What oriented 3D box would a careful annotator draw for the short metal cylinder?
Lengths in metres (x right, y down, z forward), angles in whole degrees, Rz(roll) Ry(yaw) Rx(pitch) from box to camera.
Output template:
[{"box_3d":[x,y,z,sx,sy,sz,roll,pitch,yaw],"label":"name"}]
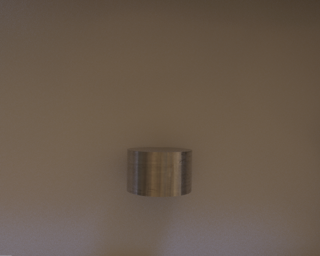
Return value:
[{"box_3d":[-0.001,0.051,0.384,0.080,0.080,0.050,1,90,0],"label":"short metal cylinder"}]
